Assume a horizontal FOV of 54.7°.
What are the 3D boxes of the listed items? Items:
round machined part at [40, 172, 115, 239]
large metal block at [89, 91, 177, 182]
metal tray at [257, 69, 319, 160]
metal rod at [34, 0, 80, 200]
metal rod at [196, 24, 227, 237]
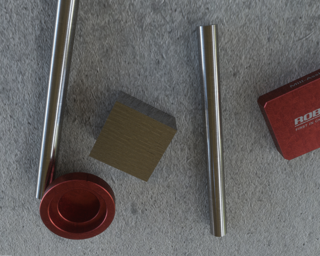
[{"bbox_3d":[-0.112,0.103,0.433,0.099,0.042,0.097,-3,113,-7],"label":"round machined part"},{"bbox_3d":[-0.034,0.010,0.400,0.080,0.050,0.080,26,108,-10],"label":"large metal block"},{"bbox_3d":[0.205,-0.024,0.401,0.130,0.030,0.090,-25,109,8],"label":"metal tray"},{"bbox_3d":[-0.132,-0.041,0.392,0.025,0.025,0.298,12,110,-5],"label":"metal rod"},{"bbox_3d":[0.072,0.017,0.417,0.025,0.025,0.298,-6,110,2],"label":"metal rod"}]
